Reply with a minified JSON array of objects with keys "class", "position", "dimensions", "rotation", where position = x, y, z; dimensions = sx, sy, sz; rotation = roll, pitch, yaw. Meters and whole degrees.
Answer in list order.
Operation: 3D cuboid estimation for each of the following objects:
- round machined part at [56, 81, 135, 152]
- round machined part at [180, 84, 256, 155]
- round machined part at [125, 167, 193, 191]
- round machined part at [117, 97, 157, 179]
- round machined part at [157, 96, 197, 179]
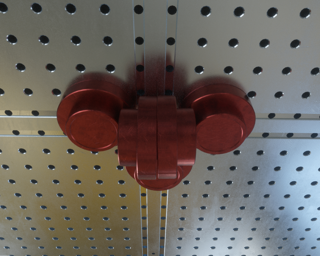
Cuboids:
[{"class":"round machined part","position":[-0.081,-0.008,0.392],"dimensions":[0.099,0.042,0.097],"rotation":[-1,130,0]},{"class":"round machined part","position":[0.073,-0.004,0.397],"dimensions":[0.099,0.042,0.097],"rotation":[-1,130,0]},{"class":"round machined part","position":[-0.002,0.053,0.446],"dimensions":[0.099,0.042,0.097],"rotation":[-1,130,0]},{"class":"round machined part","position":[-0.025,0.011,0.365],"dimensions":[0.042,0.098,0.097],"rotation":[1,130,-1]},{"class":"round machined part","position":[0.019,0.010,0.366],"dimensions":[0.042,0.098,0.097],"rotation":[-1,130,0]}]
